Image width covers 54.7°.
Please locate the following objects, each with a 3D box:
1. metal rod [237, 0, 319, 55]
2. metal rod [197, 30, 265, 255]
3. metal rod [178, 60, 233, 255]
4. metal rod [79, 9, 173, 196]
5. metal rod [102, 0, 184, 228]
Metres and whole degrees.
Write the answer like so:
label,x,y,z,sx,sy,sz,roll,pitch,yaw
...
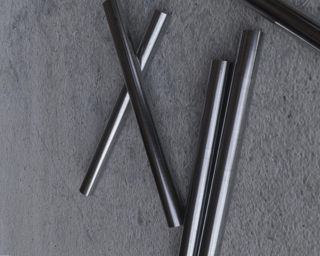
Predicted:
label,x,y,z,sx,sy,sz,roll,pitch,yaw
metal rod,0.160,-0.067,0.272,0.300,0.025,0.025,49,119,28
metal rod,0.073,0.046,0.344,0.025,0.025,0.298,16,100,39
metal rod,0.047,0.072,0.366,0.025,0.025,0.298,15,99,39
metal rod,-0.057,-0.023,0.452,0.025,0.025,0.298,40,114,33
metal rod,-0.021,-0.022,0.399,0.025,0.025,0.299,-20,84,38
